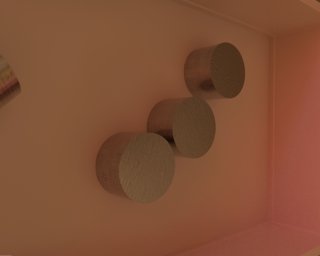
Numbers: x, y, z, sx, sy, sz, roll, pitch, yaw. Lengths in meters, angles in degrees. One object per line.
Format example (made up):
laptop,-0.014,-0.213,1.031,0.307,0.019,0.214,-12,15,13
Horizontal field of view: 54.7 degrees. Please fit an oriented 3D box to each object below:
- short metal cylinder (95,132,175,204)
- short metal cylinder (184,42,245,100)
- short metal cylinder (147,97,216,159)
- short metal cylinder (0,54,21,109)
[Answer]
short metal cylinder,-0.028,0.045,0.368,0.081,0.050,0.079,0,90,-40
short metal cylinder,0.082,-0.082,0.461,0.081,0.050,0.079,0,90,-40
short metal cylinder,0.029,-0.001,0.417,0.081,0.050,0.079,0,90,-40
short metal cylinder,-0.158,-0.041,0.239,0.050,0.080,0.080,-50,120,-28
